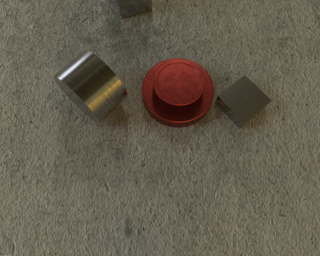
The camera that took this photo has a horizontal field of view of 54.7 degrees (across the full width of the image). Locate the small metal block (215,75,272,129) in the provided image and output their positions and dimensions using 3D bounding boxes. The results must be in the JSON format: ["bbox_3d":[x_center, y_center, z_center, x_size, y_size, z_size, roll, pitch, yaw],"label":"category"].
[{"bbox_3d":[0.112,-0.036,0.423,0.050,0.025,0.050,-38,75,-13],"label":"small metal block"}]

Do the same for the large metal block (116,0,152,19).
[{"bbox_3d":[-0.048,-0.226,0.461,0.050,0.080,0.080,-17,71,-6],"label":"large metal block"}]

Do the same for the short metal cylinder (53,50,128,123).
[{"bbox_3d":[-0.088,-0.052,0.397,0.080,0.080,0.050,41,75,13],"label":"short metal cylinder"}]

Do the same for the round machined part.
[{"bbox_3d":[0.024,-0.053,0.419,0.099,0.042,0.098,0,70,-1],"label":"round machined part"}]
